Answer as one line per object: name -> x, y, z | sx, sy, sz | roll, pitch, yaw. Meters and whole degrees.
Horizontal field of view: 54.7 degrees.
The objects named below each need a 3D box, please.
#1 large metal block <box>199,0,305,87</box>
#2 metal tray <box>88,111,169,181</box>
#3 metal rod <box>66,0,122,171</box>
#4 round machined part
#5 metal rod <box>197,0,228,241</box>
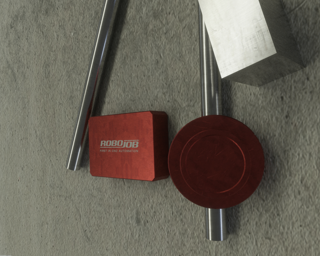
large metal block -> 0.089, -0.089, 0.295 | 0.050, 0.081, 0.080 | -23, 76, 37
metal tray -> -0.048, 0.025, 0.439 | 0.130, 0.030, 0.089 | -3, 88, 39
metal rod -> -0.105, -0.073, 0.488 | 0.025, 0.025, 0.298 | 27, 106, 36
round machined part -> 0.057, 0.035, 0.319 | 0.098, 0.042, 0.097 | 0, 89, 10
metal rod -> 0.059, -0.025, 0.354 | 0.025, 0.025, 0.298 | -3, 88, 39
